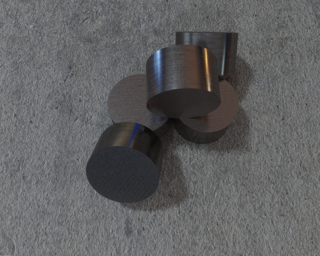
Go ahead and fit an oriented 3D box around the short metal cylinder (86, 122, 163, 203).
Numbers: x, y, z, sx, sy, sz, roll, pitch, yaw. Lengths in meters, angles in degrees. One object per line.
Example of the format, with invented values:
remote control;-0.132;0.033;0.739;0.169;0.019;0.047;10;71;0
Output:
short metal cylinder;-0.038;0.040;0.358;0.080;0.079;0.050;7;31;2

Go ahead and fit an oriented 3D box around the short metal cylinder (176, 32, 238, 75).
short metal cylinder;0.061;-0.101;0.410;0.081;0.080;0.050;1;108;0

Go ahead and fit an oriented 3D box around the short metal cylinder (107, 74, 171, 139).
short metal cylinder;-0.024;-0.023;0.403;0.081;0.050;0.080;0;70;0

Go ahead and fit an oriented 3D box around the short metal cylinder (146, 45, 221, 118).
short metal cylinder;0.025;-0.048;0.345;0.081;0.080;0.050;-1;70;-1

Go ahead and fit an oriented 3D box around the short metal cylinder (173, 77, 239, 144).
short metal cylinder;0.057;-0.024;0.405;0.081;0.050;0.080;0;70;0
